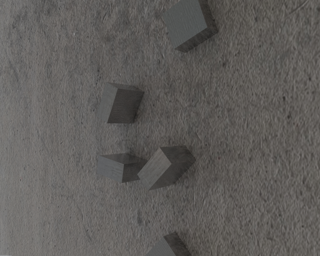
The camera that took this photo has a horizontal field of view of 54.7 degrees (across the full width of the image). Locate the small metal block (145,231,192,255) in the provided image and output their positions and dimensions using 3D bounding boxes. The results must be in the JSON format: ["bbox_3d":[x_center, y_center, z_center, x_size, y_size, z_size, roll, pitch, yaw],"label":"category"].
[{"bbox_3d":[0.013,0.170,0.395,0.050,0.025,0.050,51,120,27],"label":"small metal block"}]

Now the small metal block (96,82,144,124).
[{"bbox_3d":[-0.055,-0.034,0.434,0.025,0.050,0.050,32,110,35],"label":"small metal block"}]

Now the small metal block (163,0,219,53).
[{"bbox_3d":[0.036,-0.127,0.375,0.050,0.025,0.050,-25,74,37],"label":"small metal block"}]

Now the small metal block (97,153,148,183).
[{"bbox_3d":[-0.050,0.054,0.430,0.050,0.050,0.025,12,98,39],"label":"small metal block"}]

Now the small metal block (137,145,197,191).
[{"bbox_3d":[0.009,0.048,0.382,0.050,0.050,0.025,-52,60,27],"label":"small metal block"}]
